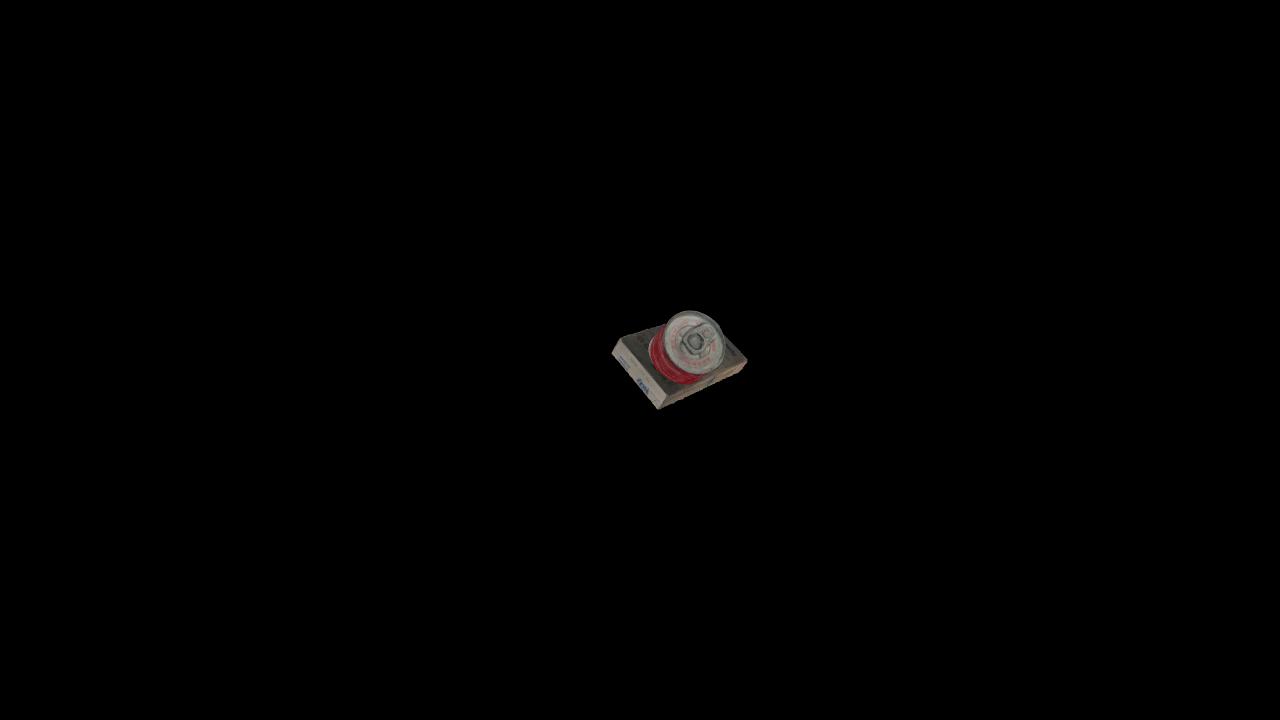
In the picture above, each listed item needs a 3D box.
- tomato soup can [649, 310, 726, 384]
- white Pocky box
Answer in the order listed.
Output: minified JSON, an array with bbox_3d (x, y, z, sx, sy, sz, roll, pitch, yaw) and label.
[{"bbox_3d":[0.039,-0.002,0.652,0.068,0.068,0.101,0,-18,-19],"label":"tomato soup can"},{"bbox_3d":[0.048,-0.004,0.686,0.154,0.084,0.028,-19,-28,-46],"label":"white Pocky box"}]
